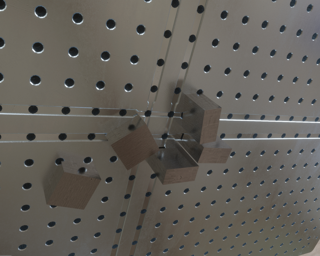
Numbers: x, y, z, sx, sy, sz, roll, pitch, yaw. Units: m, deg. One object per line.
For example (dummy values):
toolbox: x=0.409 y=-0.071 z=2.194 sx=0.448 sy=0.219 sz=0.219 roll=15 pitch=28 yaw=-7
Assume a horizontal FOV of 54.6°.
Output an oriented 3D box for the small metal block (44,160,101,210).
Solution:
small metal block: x=-0.112 y=0.073 z=0.395 sx=0.050 sy=0.025 sz=0.050 roll=21 pitch=107 yaw=-36

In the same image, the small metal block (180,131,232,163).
small metal block: x=0.066 y=0.026 z=0.446 sx=0.050 sy=0.050 sz=0.025 roll=4 pitch=116 yaw=-30

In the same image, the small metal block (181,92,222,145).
small metal block: x=0.054 y=-0.014 z=0.415 sx=0.025 sy=0.050 sz=0.050 roll=-10 pitch=123 yaw=-23

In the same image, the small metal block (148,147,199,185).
small metal block: x=0.018 y=0.052 z=0.436 sx=0.050 sy=0.050 sz=0.025 roll=-2 pitch=119 yaw=-28

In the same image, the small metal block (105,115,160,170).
small metal block: x=-0.035 y=0.019 z=0.403 sx=0.050 sy=0.025 sz=0.050 roll=-32 pitch=129 yaw=-8
